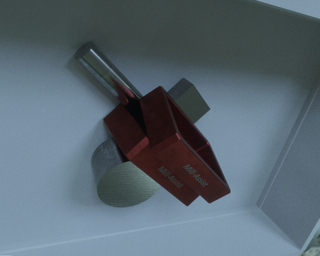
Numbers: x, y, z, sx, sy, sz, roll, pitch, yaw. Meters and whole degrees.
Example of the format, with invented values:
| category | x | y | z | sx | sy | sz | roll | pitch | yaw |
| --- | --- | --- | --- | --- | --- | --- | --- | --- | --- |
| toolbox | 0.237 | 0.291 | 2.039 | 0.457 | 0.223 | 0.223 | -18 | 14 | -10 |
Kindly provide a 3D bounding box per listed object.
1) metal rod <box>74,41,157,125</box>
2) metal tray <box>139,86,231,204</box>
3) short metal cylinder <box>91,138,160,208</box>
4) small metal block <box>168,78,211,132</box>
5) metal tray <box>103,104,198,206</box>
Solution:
| category | x | y | z | sx | sy | sz | roll | pitch | yaw |
| --- | --- | --- | --- | --- | --- | --- | --- | --- | --- |
| metal rod | 0.003 | 0.002 | 0.413 | 0.025 | 0.025 | 0.300 | -43 | 130 | 1 |
| metal tray | 0.031 | 0.022 | 0.364 | 0.030 | 0.090 | 0.130 | -32 | 131 | 14 |
| short metal cylinder | -0.043 | 0.055 | 0.395 | 0.081 | 0.050 | 0.079 | -11 | 129 | -14 |
| small metal block | 0.031 | -0.029 | 0.407 | 0.050 | 0.025 | 0.050 | -42 | 130 | 0 |
| metal tray | -0.006 | 0.035 | 0.384 | 0.030 | 0.090 | 0.130 | -43 | 130 | 1 |
